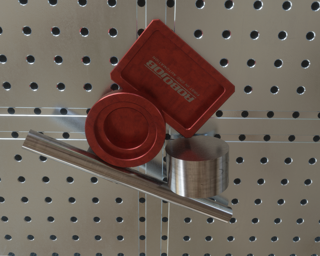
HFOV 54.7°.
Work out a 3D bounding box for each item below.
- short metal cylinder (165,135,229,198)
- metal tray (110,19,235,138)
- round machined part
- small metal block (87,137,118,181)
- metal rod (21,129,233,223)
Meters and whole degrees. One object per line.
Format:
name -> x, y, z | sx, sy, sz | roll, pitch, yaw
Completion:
short metal cylinder -> 0.048, 0.047, 0.401 | 0.081, 0.080, 0.050 | -4, 110, 1
metal tray -> 0.016, -0.060, 0.388 | 0.130, 0.030, 0.090 | 38, 105, -13
round machined part -> -0.041, -0.002, 0.394 | 0.099, 0.042, 0.097 | 0, 110, 1
small metal block -> -0.076, 0.040, 0.427 | 0.050, 0.025, 0.050 | 27, 108, -10
metal rod -> -0.030, 0.072, 0.418 | 0.302, 0.025, 0.025 | 24, 108, -18
